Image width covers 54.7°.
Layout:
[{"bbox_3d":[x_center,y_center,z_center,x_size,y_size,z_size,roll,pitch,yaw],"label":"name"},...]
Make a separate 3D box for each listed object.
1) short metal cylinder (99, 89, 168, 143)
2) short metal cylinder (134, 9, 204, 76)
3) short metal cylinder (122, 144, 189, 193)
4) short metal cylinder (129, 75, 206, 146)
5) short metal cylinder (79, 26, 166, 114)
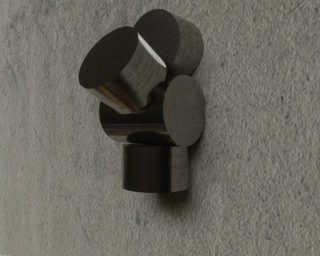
[{"bbox_3d":[-0.029,-0.020,0.393,0.050,0.081,0.079,1,91,39],"label":"short metal cylinder"},{"bbox_3d":[0.007,-0.099,0.384,0.080,0.050,0.079,0,90,39],"label":"short metal cylinder"},{"bbox_3d":[-0.006,0.045,0.374,0.080,0.081,0.050,0,90,39],"label":"short metal cylinder"},{"bbox_3d":[0.010,-0.019,0.360,0.050,0.081,0.079,0,90,40],"label":"short metal cylinder"},{"bbox_3d":[-0.040,-0.062,0.335,0.080,0.050,0.080,-21,50,27],"label":"short metal cylinder"}]
